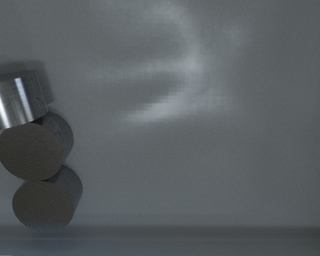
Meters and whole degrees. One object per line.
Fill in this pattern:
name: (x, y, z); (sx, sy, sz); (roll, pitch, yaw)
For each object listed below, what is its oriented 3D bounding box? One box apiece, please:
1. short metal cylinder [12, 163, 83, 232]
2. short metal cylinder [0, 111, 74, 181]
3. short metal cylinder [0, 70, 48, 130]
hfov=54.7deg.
short metal cylinder: (-0.154, 0.096, 0.431); (0.081, 0.050, 0.079); (0, 110, -1)
short metal cylinder: (-0.159, 0.022, 0.404); (0.081, 0.050, 0.079); (0, 110, -1)
short metal cylinder: (-0.181, -0.035, 0.367); (0.080, 0.080, 0.050); (-8, 110, 3)
